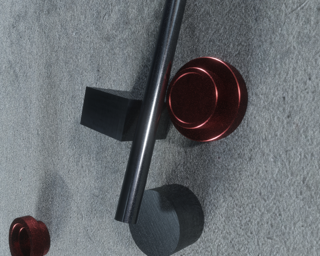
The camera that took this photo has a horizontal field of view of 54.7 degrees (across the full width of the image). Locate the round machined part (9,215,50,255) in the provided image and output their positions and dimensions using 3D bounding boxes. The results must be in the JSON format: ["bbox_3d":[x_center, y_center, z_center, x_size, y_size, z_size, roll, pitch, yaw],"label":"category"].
[{"bbox_3d":[-0.250,0.219,0.600,0.098,0.042,0.097,0,90,40],"label":"round machined part"}]

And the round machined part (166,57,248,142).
[{"bbox_3d":[0.046,-0.033,0.356,0.098,0.042,0.097,0,90,40],"label":"round machined part"}]

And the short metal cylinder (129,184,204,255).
[{"bbox_3d":[0.007,0.113,0.383,0.080,0.050,0.080,0,90,40],"label":"short metal cylinder"}]

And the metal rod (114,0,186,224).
[{"bbox_3d":[-0.005,-0.043,0.359,0.025,0.025,0.299,4,77,40],"label":"metal rod"}]

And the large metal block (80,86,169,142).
[{"bbox_3d":[-0.043,-0.019,0.405,0.080,0.081,0.050,19,102,38],"label":"large metal block"}]
